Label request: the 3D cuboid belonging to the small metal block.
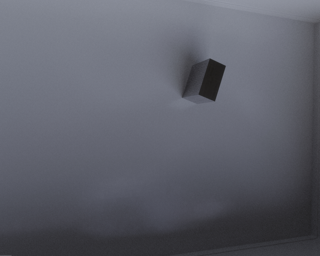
[{"bbox_3d":[0.059,-0.062,0.420,0.025,0.050,0.050,20,83,-19],"label":"small metal block"}]
